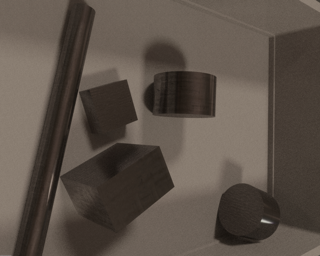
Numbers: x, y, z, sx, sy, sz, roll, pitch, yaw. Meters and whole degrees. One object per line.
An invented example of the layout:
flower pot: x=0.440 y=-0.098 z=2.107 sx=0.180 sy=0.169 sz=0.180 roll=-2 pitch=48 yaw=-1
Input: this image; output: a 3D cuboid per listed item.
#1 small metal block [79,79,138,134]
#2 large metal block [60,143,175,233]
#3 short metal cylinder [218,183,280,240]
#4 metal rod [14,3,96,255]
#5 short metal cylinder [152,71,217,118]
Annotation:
small metal block: x=-0.059 y=-0.025 z=0.359 sx=0.050 sy=0.025 sz=0.050 roll=-24 pitch=105 yaw=-38
large metal block: x=-0.046 y=0.058 z=0.334 sx=0.081 sy=0.080 sz=0.050 roll=-32 pitch=110 yaw=-36
short metal cylinder: x=0.141 y=0.134 z=0.493 sx=0.050 sy=0.080 sz=0.080 roll=28 pitch=73 yaw=-37
metal rod: x=-0.109 y=0.016 z=0.316 sx=0.025 sy=0.025 sz=0.299 roll=17 pitch=79 yaw=-39
short metal cylinder: x=0.031 y=-0.040 z=0.399 sx=0.081 sy=0.080 sz=0.050 roll=3 pitch=88 yaw=-40
